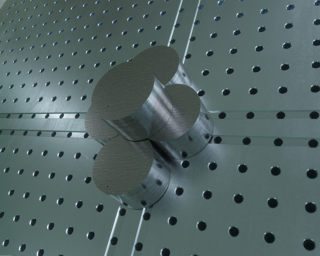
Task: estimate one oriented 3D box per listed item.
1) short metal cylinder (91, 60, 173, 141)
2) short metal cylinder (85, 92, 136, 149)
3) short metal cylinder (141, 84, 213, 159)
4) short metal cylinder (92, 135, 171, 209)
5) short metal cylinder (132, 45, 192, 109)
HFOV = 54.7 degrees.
[{"bbox_3d":[-0.032,-0.032,0.363,0.080,0.050,0.080,-13,56,21],"label":"short metal cylinder"},{"bbox_3d":[-0.055,-0.008,0.426,0.080,0.050,0.080,-13,56,21],"label":"short metal cylinder"},{"bbox_3d":[0.020,-0.008,0.386,0.080,0.050,0.080,-13,56,21],"label":"short metal cylinder"},{"bbox_3d":[-0.034,0.052,0.377,0.080,0.050,0.080,-13,54,20],"label":"short metal cylinder"},{"bbox_3d":[-0.002,-0.068,0.434,0.080,0.050,0.080,-12,57,20],"label":"short metal cylinder"}]
